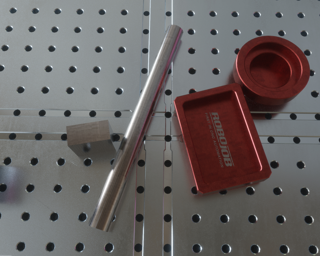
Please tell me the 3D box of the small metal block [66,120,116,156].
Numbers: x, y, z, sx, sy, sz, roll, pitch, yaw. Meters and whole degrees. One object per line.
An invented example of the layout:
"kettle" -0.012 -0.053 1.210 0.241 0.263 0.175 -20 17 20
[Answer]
"small metal block" -0.086 0.014 0.392 0.050 0.050 0.025 -9 71 -4

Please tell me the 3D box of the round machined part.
"round machined part" 0.151 -0.076 0.432 0.099 0.042 0.098 0 70 -1

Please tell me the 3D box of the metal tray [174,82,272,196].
"metal tray" 0.077 0.013 0.400 0.091 0.030 0.129 -14 71 0

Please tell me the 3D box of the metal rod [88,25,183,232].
"metal rod" -0.025 -0.014 0.416 0.025 0.025 0.299 18 71 6
